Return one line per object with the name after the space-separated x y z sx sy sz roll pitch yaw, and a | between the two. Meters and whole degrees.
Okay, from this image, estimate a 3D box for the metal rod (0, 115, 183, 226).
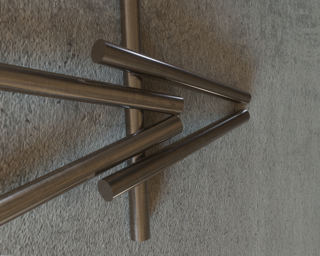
-0.095 0.051 0.309 0.302 0.025 0.025 -26 107 -32 | metal rod

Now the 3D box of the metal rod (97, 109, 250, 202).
0.043 0.022 0.424 0.302 0.025 0.025 -23 105 -44 | metal rod

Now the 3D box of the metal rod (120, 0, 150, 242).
-0.031 -0.012 0.382 0.025 0.025 0.298 -4 93 -40 | metal rod

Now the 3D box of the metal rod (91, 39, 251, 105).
0.041 -0.064 0.422 0.302 0.025 0.025 7 86 -46 | metal rod

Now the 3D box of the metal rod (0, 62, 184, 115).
-0.102 -0.041 0.304 0.302 0.025 0.025 6 86 -34 | metal rod
